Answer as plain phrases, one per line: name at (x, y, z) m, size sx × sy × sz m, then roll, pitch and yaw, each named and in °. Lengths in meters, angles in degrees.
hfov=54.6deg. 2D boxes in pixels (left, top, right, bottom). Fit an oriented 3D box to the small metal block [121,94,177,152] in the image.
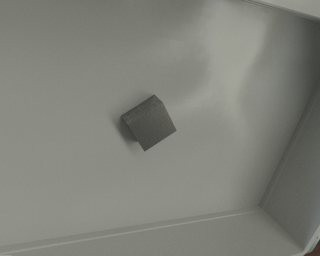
small metal block at (-0.013, -0.006, 0.397) m, size 0.050 × 0.025 × 0.050 m, roll -33°, pitch 129°, yaw -7°
